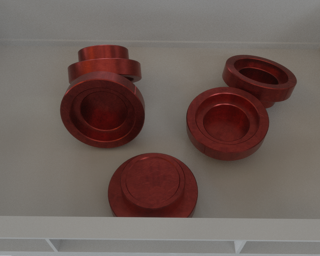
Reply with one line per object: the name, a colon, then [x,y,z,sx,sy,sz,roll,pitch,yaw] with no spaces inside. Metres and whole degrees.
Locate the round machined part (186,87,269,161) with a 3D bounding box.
round machined part: [0.083,-0.001,0.391,0.099,0.042,0.098,-2,57,3]

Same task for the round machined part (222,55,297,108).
round machined part: [0.136,-0.063,0.439,0.099,0.042,0.098,7,37,-5]

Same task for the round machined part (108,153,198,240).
round machined part: [-0.007,0.066,0.338,0.099,0.042,0.098,0,50,0]

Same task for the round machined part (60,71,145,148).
round machined part: [-0.067,-0.026,0.381,0.099,0.097,0.042,-1,35,-1]

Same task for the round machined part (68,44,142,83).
round machined part: [-0.076,-0.085,0.426,0.099,0.098,0.042,-5,90,-5]
